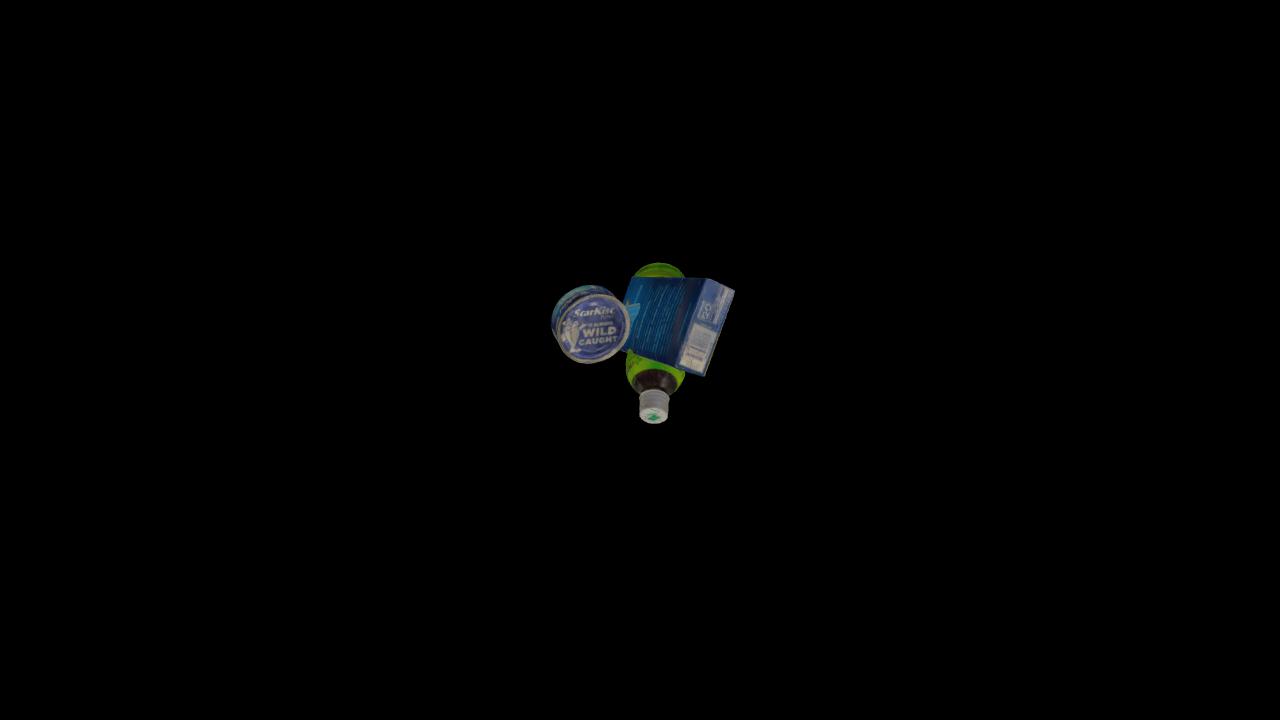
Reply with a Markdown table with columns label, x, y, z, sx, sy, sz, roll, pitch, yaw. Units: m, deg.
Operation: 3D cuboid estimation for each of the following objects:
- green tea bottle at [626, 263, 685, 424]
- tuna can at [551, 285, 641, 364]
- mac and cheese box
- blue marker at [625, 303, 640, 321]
| label | x | y | z | sx | sy | sz | roll | pitch | yaw |
| --- | --- | --- | --- | --- | --- | --- | --- | --- | --- |
| green tea bottle | 0.020 | -0.022 | 0.713 | 0.073 | 0.212 | 0.073 | 2 | -42 | 2 |
| tuna can | -0.055 | -0.040 | 0.682 | 0.084 | 0.084 | 0.034 | 0 | 28 | -25 |
| mac and cheese box | 0.027 | -0.042 | 0.669 | 0.041 | 0.093 | 0.184 | 18 | 1 | -24 |
| blue marker | 0.025 | -0.062 | 0.705 | 0.121 | 0.020 | 0.020 | -14 | 4 | -17 |
